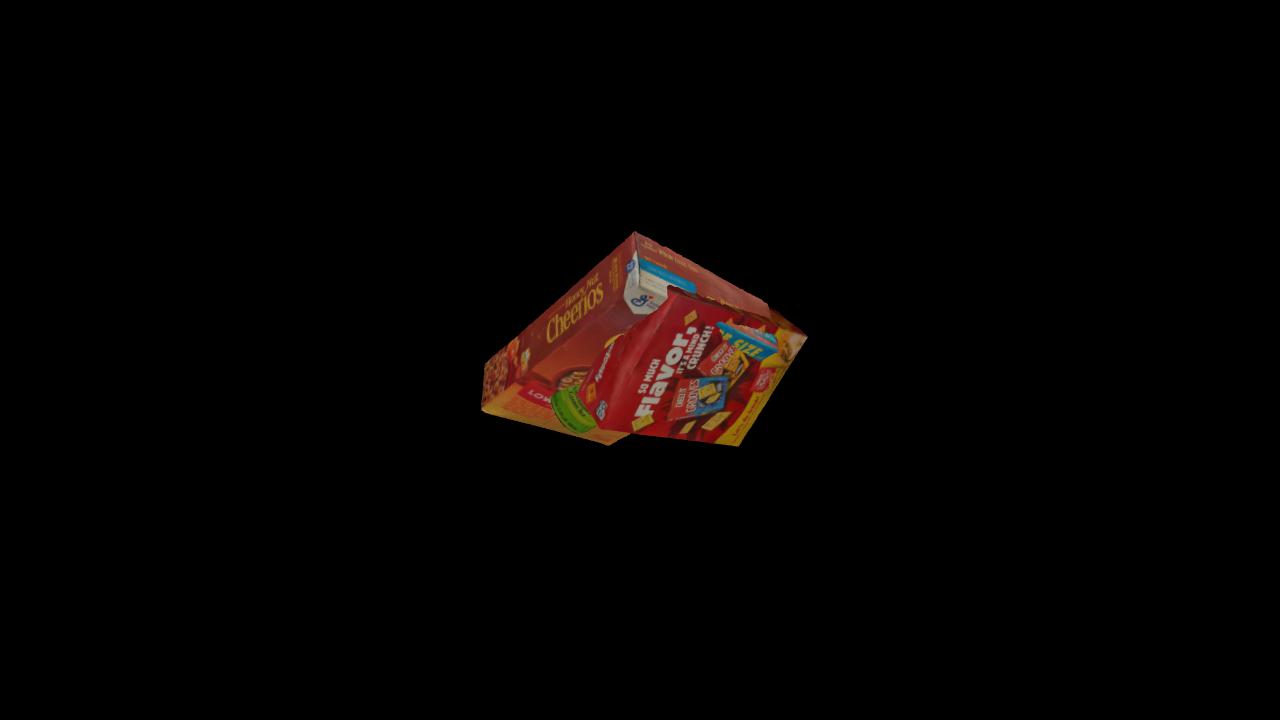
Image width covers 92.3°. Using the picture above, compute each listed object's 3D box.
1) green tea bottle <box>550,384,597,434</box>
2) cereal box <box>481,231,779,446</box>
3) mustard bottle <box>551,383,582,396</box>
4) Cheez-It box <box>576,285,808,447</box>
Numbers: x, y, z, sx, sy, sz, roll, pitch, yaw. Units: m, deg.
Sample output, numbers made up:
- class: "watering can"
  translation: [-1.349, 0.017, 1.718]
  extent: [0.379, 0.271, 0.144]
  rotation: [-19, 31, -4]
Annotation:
- class: "green tea bottle"
  translation: [-0.003, 0.009, 0.692]
  extent: [0.212, 0.073, 0.073]
  rotation: [-31, -12, 21]
- class: "cereal box"
  translation: [-0.023, -0.002, 0.720]
  extent: [0.203, 0.081, 0.306]
  rotation: [21, -39, -36]
- class: "mustard bottle"
  translation: [0.025, 0.010, 0.742]
  extent: [0.054, 0.184, 0.092]
  rotation: [29, -53, -28]
- class: "Cheez-It box"
  translation: [0.062, 0.006, 0.685]
  extent: [0.223, 0.166, 0.071]
  rotation: [11, 25, -40]
